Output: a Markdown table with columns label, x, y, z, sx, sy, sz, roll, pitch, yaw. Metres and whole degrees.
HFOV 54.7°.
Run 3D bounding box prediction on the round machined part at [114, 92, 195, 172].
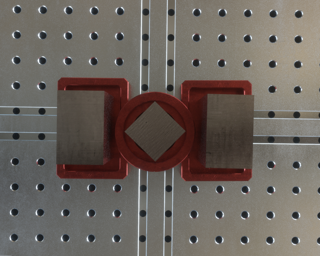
| label | x | y | z | sx | sy | sz | roll | pitch | yaw |
| --- | --- | --- | --- | --- | --- | --- | --- | --- | --- |
| round machined part | -0.006 | 0.005 | 0.396 | 0.099 | 0.042 | 0.097 | 0 | 90 | 0 |

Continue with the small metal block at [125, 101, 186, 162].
| label | x | y | z | sx | sy | sz | roll | pitch | yaw |
| --- | --- | --- | --- | --- | --- | --- | --- | --- | --- |
| small metal block | -0.006 | 0.004 | 0.372 | 0.050 | 0.025 | 0.050 | 45 | 90 | 0 |

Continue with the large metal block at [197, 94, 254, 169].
| label | x | y | z | sx | sy | sz | roll | pitch | yaw |
| --- | --- | --- | --- | --- | --- | --- | --- | --- | --- |
| large metal block | 0.075 | 0.003 | 0.373 | 0.050 | 0.080 | 0.080 | 2 | 90 | 0 |

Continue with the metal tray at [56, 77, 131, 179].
| label | x | y | z | sx | sy | sz | roll | pitch | yaw |
| --- | --- | --- | --- | --- | --- | --- | --- | --- | --- |
| metal tray | -0.086 | 0.000 | 0.409 | 0.091 | 0.030 | 0.129 | 1 | 90 | 0 |

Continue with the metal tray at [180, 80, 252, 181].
| label | x | y | z | sx | sy | sz | roll | pitch | yaw |
| --- | --- | --- | --- | --- | --- | --- | --- | --- | --- |
| metal tray | 0.073 | 0.003 | 0.410 | 0.091 | 0.030 | 0.129 | 0 | 90 | 0 |

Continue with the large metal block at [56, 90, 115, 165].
| label | x | y | z | sx | sy | sz | roll | pitch | yaw |
| --- | --- | --- | --- | --- | --- | --- | --- | --- | --- |
| large metal block | -0.085 | -0.001 | 0.372 | 0.050 | 0.080 | 0.080 | 1 | 90 | 0 |
